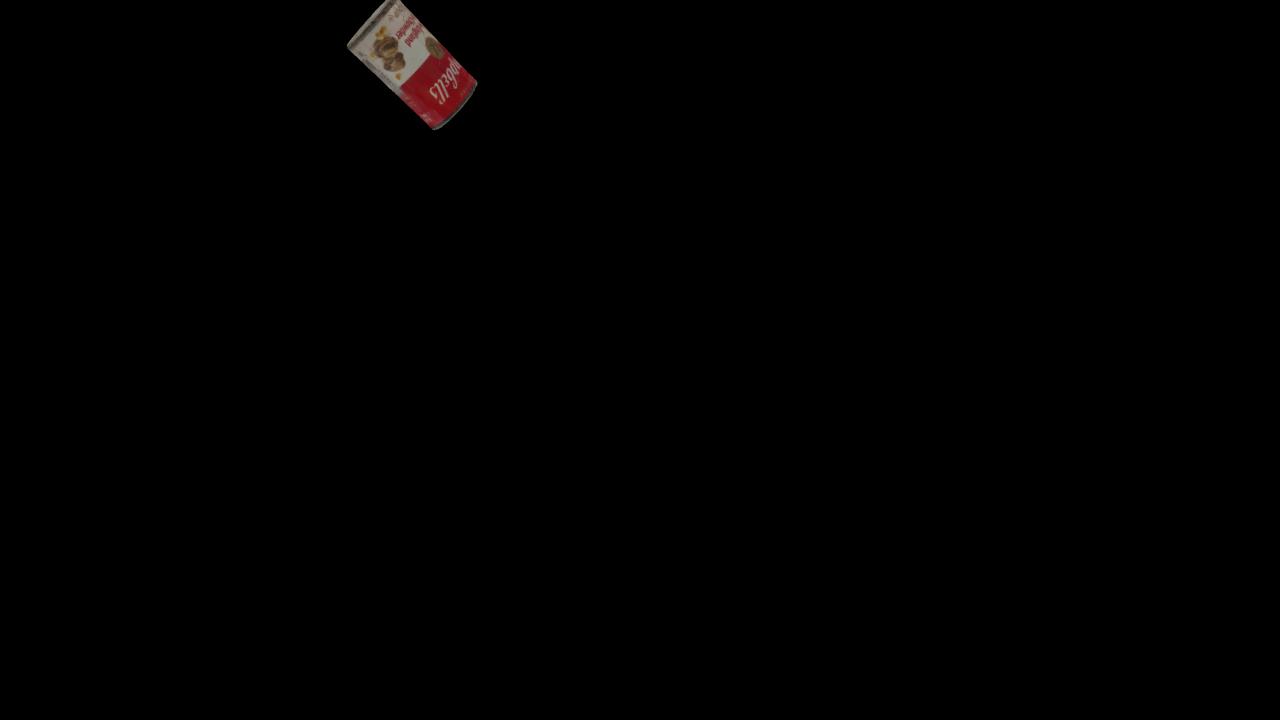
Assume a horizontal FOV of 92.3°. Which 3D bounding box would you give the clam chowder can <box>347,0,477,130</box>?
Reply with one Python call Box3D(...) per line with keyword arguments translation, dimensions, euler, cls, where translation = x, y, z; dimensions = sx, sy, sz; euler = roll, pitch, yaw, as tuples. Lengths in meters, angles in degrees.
Box3D(translation=(-0.219, -0.286, 0.597), dimensions=(0.068, 0.068, 0.102), euler=(0, -32, 45), cls="clam chowder can")
